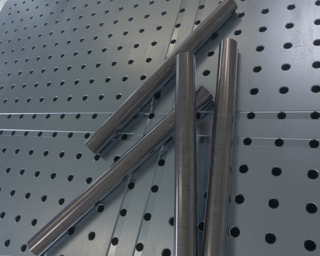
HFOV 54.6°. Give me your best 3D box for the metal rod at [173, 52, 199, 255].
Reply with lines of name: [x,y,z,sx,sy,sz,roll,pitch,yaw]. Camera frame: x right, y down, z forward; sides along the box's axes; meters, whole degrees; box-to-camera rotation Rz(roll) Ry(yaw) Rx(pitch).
metal rod: [0.029,0.045,0.346,0.025,0.025,0.299,-9,64,23]

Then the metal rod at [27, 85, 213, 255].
metal rod: [-0.050,0.054,0.402,0.300,0.025,0.025,-42,51,-1]

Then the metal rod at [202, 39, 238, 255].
metal rod: [0.072,0.016,0.360,0.025,0.025,0.300,-5,59,26]

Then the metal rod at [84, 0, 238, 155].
metal rod: [0.004,-0.079,0.455,0.300,0.025,0.025,-46,51,-5]
